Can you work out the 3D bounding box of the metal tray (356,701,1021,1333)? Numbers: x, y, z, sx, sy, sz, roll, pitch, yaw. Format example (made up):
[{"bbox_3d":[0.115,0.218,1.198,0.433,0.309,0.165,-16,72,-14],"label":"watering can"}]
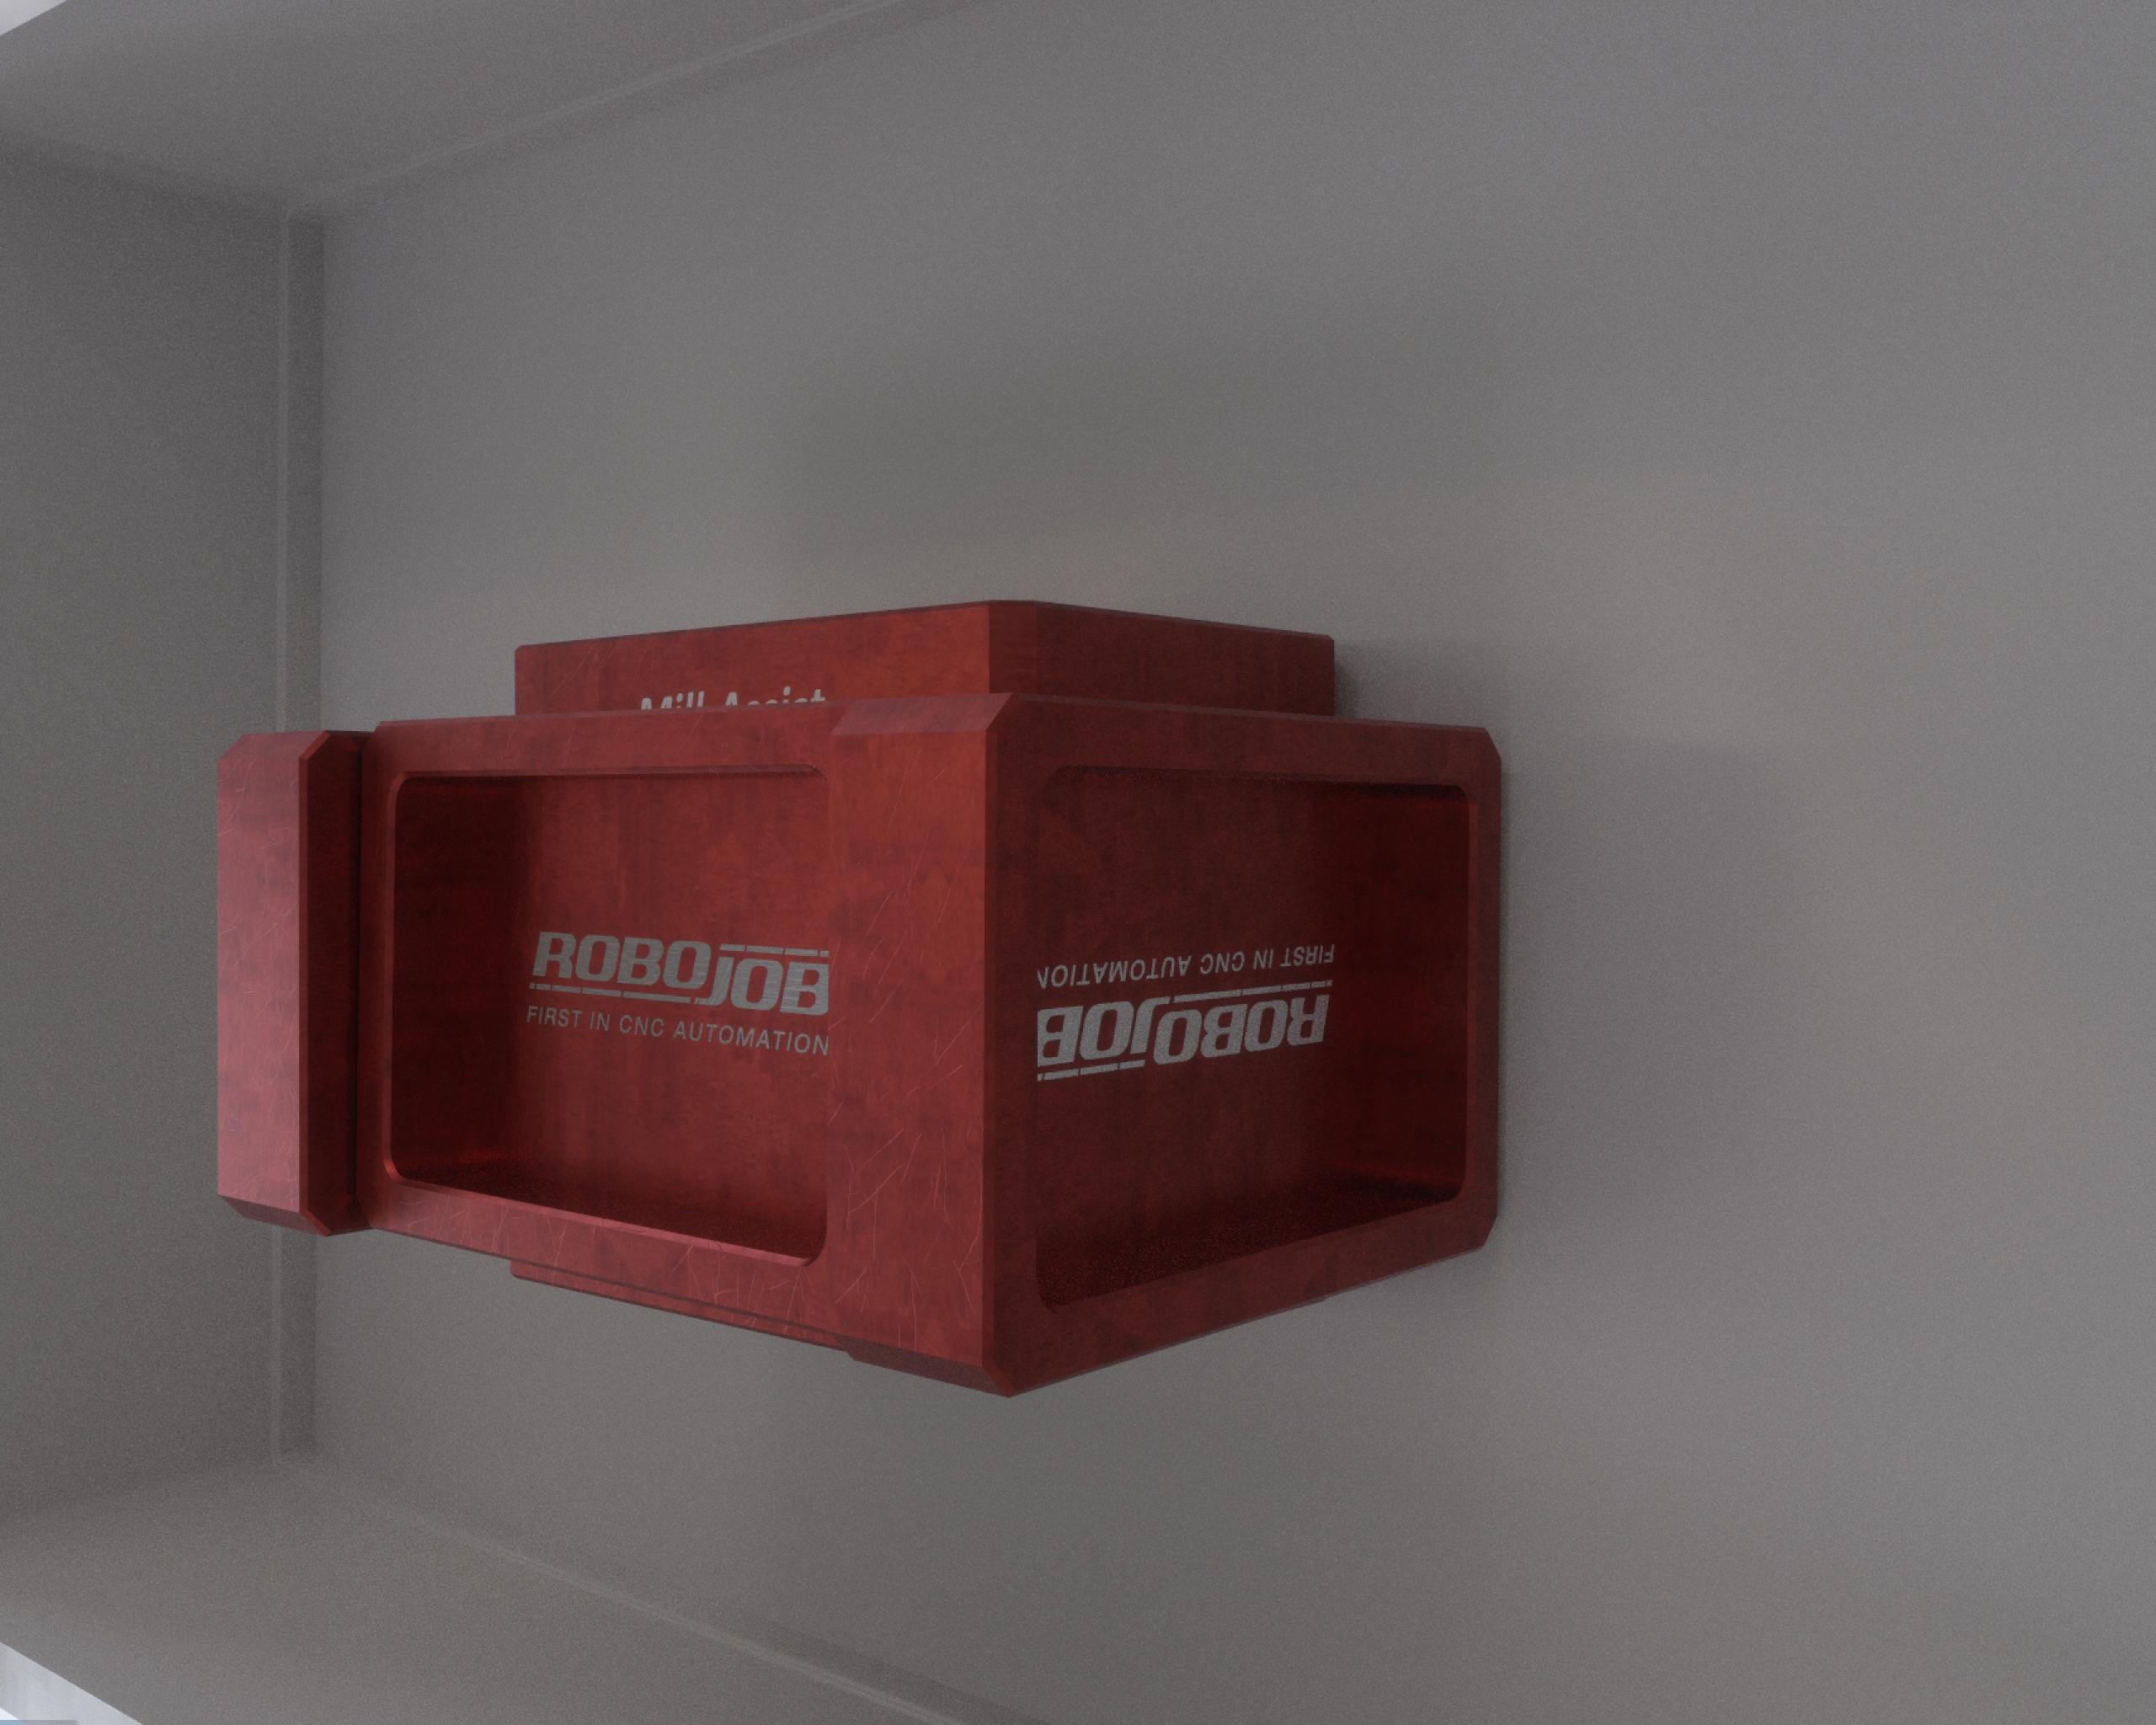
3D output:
[{"bbox_3d":[-0.068,0.021,0.340,0.130,0.030,0.089,1,90,40],"label":"metal tray"}]

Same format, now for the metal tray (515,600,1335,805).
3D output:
[{"bbox_3d":[-0.030,-0.026,0.385,0.130,0.091,0.030,1,91,40],"label":"metal tray"}]

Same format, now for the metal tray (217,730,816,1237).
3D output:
[{"bbox_3d":[-0.104,0.020,0.423,0.030,0.131,0.089,1,91,40],"label":"metal tray"}]

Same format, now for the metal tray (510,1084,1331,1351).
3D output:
[{"bbox_3d":[-0.030,0.063,0.386,0.130,0.091,0.030,1,90,40],"label":"metal tray"}]

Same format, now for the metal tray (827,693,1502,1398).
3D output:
[{"bbox_3d":[0.020,0.022,0.319,0.030,0.131,0.089,1,91,40],"label":"metal tray"}]
